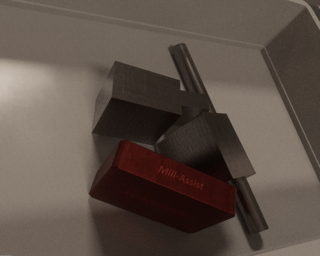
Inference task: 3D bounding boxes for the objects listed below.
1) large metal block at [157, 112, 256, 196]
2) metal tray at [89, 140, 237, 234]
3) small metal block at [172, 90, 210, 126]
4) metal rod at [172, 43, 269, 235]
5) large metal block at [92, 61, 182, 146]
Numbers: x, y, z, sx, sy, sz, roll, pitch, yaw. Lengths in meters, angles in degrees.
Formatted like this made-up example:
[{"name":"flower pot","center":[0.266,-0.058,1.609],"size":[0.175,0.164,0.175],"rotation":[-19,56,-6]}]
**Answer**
[{"name":"large metal block","center":[0.053,0.036,0.372],"size":[0.050,0.080,0.080],"rotation":[1,60,-46]},{"name":"metal tray","center":[0.001,0.067,0.324],"size":[0.131,0.090,0.030],"rotation":[25,53,-14]},{"name":"small metal block","center":[0.032,-0.026,0.424],"size":[0.050,0.050,0.025],"rotation":[6,59,-26]},{"name":"metal rod","center":[0.079,0.002,0.449],"size":[0.025,0.025,0.299],"rotation":[-7,65,-32]},{"name":"large metal block","center":[-0.029,-0.025,0.371],"size":[0.081,0.080,0.050],"rotation":[13,56,-22]}]
